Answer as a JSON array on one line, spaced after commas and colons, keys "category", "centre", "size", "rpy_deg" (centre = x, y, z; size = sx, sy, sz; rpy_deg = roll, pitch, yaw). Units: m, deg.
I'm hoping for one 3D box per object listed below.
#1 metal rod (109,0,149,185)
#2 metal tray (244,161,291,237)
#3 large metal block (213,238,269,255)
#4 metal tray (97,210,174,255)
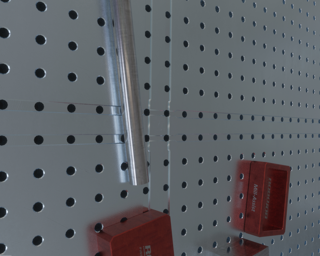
[{"category": "metal rod", "centre": [-0.040, -0.080, 0.374], "size": [0.025, 0.025, 0.298], "rpy_deg": [-10, 96, -40]}, {"category": "metal tray", "centre": [0.201, 0.130, 0.574], "size": [0.091, 0.030, 0.129], "rpy_deg": [13, 82, -39]}, {"category": "large metal block", "centre": [0.135, 0.238, 0.506], "size": [0.081, 0.050, 0.079], "rpy_deg": [-5, 93, -40]}, {"category": "metal tray", "centre": [-0.024, 0.179, 0.386], "size": [0.091, 0.030, 0.129], "rpy_deg": [-10, 97, -40]}]
